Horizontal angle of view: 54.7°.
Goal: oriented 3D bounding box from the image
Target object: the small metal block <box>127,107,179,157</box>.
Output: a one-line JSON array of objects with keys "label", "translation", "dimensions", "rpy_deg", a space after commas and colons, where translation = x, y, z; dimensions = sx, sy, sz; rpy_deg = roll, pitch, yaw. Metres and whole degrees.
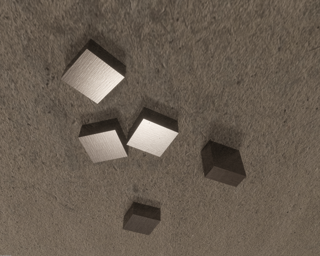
[{"label": "small metal block", "translation": [-0.010, 0.006, 0.412], "dimensions": [0.050, 0.025, 0.050], "rpy_deg": [22, 127, -19]}]

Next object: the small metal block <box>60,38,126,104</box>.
[{"label": "small metal block", "translation": [-0.075, -0.063, 0.352], "dimensions": [0.050, 0.025, 0.050], "rpy_deg": [36, 121, -27]}]

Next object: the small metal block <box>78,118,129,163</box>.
[{"label": "small metal block", "translation": [-0.075, 0.018, 0.421], "dimensions": [0.050, 0.025, 0.050], "rpy_deg": [-12, 130, 9]}]

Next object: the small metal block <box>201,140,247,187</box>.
[{"label": "small metal block", "translation": [0.088, 0.050, 0.435], "dimensions": [0.050, 0.050, 0.025], "rpy_deg": [19, 128, -16]}]

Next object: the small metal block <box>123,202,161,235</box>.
[{"label": "small metal block", "translation": [-0.032, 0.159, 0.543], "dimensions": [0.050, 0.025, 0.050], "rpy_deg": [19, 128, -16]}]
